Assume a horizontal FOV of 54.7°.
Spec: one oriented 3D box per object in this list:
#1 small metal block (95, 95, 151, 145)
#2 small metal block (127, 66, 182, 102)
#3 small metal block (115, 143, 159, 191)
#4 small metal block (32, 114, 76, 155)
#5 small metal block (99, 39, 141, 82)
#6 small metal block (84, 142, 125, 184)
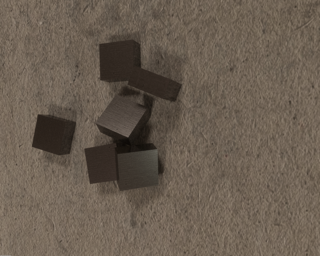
[{"bbox_3d":[-0.048,-0.011,0.413,0.050,0.025,0.050,23,65,18],"label":"small metal block"},{"bbox_3d":[-0.005,-0.056,0.397,0.050,0.050,0.025,24,98,18],"label":"small metal block"},{"bbox_3d":[-0.030,0.050,0.400,0.050,0.025,0.050,-6,107,-15],"label":"small metal block"},{"bbox_3d":[-0.159,0.009,0.463,0.050,0.025,0.050,14,95,19],"label":"small metal block"},{"bbox_3d":[-0.055,-0.091,0.427,0.050,0.025,0.050,-2,89,19],"label":"small metal block"},{"bbox_3d":[-0.074,0.049,0.434,0.050,0.025,0.050,-11,86,19],"label":"small metal block"}]
